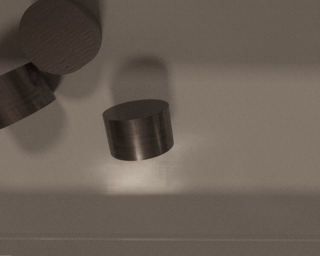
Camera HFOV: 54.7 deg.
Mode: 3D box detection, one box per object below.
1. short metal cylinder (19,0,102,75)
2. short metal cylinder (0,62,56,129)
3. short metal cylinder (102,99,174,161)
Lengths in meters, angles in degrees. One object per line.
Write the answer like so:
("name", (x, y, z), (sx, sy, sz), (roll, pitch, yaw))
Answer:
("short metal cylinder", (-0.112, -0.106, 0.357), (0.081, 0.050, 0.079), (0, 110, -1))
("short metal cylinder", (-0.173, -0.038, 0.365), (0.080, 0.080, 0.050), (-23, 109, 8))
("short metal cylinder", (-0.026, 0.000, 0.382), (0.080, 0.080, 0.050), (-7, 110, 2))
